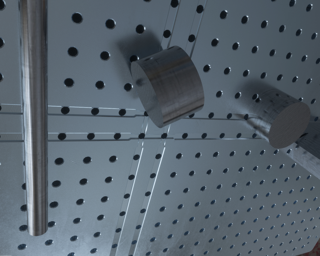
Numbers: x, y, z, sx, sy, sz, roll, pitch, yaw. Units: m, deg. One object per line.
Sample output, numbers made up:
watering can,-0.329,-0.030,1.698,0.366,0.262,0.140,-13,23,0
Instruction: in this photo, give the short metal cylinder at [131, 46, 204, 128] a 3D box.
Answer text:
short metal cylinder,0.007,-0.046,0.351,0.050,0.080,0.080,-25,128,-13

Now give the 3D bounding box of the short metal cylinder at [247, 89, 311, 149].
short metal cylinder,0.186,-0.015,0.487,0.081,0.050,0.079,-14,124,-21

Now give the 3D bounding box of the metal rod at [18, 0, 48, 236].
metal rod,-0.135,0.001,0.337,0.025,0.025,0.298,-4,120,-27

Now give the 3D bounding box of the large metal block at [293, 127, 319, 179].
large metal block,0.308,0.046,0.572,0.080,0.080,0.050,-27,128,-11
